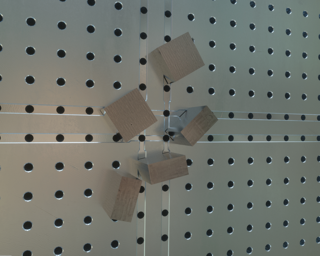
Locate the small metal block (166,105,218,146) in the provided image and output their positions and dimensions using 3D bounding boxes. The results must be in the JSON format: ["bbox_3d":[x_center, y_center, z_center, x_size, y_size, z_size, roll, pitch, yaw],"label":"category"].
[{"bbox_3d":[0.042,-0.003,0.416,0.050,0.050,0.025,-44,104,-15],"label":"small metal block"}]

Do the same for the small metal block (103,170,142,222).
[{"bbox_3d":[-0.047,0.083,0.383,0.025,0.050,0.050,17,84,-20],"label":"small metal block"}]

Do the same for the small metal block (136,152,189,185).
[{"bbox_3d":[0.002,0.051,0.401,0.050,0.050,0.025,-12,95,-20],"label":"small metal block"}]

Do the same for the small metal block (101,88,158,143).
[{"bbox_3d":[-0.040,-0.016,0.399,0.050,0.025,0.050,-35,102,-17],"label":"small metal block"}]

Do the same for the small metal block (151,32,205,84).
[{"bbox_3d":[0.025,-0.095,0.423,0.050,0.025,0.050,-32,101,-17],"label":"small metal block"}]
